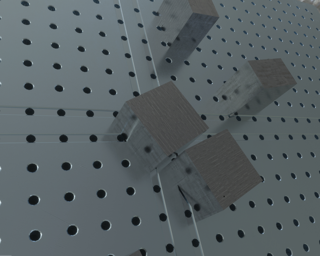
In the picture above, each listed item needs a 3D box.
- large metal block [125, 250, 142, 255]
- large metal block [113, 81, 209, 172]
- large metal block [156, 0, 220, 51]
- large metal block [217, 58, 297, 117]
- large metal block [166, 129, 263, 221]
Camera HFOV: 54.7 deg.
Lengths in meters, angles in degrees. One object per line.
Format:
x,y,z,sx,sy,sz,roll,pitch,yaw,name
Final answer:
-0.042,0.167,0.269,0.081,0.050,0.080,-19,72,-35,large metal block
0.001,-0.004,0.397,0.081,0.050,0.080,-30,79,-38,large metal block
0.043,-0.187,0.512,0.050,0.080,0.080,-3,63,-30,large metal block
0.154,-0.065,0.498,0.081,0.080,0.050,-12,68,-33,large metal block
0.069,0.058,0.396,0.081,0.050,0.080,-23,74,-37,large metal block
